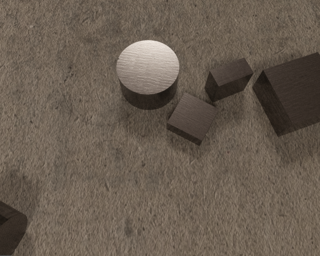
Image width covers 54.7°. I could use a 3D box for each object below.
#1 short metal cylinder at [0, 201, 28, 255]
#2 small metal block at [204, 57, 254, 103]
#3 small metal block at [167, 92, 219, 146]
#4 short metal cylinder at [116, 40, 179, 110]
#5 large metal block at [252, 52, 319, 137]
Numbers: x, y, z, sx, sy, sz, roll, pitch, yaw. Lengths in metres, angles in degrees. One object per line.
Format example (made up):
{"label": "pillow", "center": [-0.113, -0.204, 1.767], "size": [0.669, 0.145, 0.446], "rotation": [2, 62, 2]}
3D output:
{"label": "short metal cylinder", "center": [-0.192, 0.118, 0.334], "size": [0.050, 0.080, 0.080], "rotation": [26, 72, 9]}
{"label": "small metal block", "center": [0.092, -0.064, 0.419], "size": [0.050, 0.050, 0.025], "rotation": [-22, 72, -8]}
{"label": "small metal block", "center": [0.043, -0.012, 0.413], "size": [0.050, 0.025, 0.050], "rotation": [28, 72, 9]}
{"label": "short metal cylinder", "center": [-0.016, -0.071, 0.421], "size": [0.081, 0.050, 0.080], "rotation": [0, 70, 0]}
{"label": "large metal block", "center": [0.184, -0.044, 0.413], "size": [0.081, 0.050, 0.080], "rotation": [-19, 71, -7]}
